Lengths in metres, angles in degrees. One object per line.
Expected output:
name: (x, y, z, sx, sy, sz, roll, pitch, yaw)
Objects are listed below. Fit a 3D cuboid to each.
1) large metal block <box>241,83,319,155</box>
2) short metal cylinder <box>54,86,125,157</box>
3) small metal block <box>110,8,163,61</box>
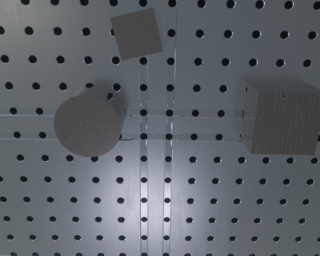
large metal block: (0.154, -0.013, 0.397, 0.081, 0.050, 0.079, 1, 110, -1)
short metal cylinder: (-0.087, -0.010, 0.396, 0.081, 0.050, 0.079, 0, 110, 0)
small metal block: (-0.027, -0.113, 0.372, 0.050, 0.025, 0.050, -12, 110, 4)
